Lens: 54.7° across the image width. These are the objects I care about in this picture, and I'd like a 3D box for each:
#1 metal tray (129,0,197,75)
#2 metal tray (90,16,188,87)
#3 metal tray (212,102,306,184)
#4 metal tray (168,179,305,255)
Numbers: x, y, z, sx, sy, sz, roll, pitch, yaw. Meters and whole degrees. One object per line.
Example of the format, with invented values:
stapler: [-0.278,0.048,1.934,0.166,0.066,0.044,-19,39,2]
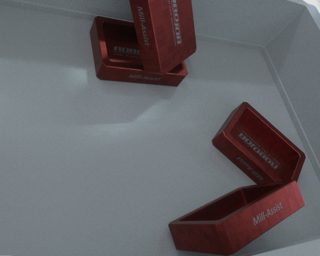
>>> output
metal tray: [0.006,-0.146,0.402,0.030,0.129,0.090,14,41,34]
metal tray: [-0.030,-0.110,0.454,0.131,0.030,0.090,1,61,-28]
metal tray: [0.151,0.032,0.466,0.130,0.030,0.090,42,51,0]
metal tray: [0.086,0.097,0.349,0.131,0.090,0.030,-15,84,-35]
